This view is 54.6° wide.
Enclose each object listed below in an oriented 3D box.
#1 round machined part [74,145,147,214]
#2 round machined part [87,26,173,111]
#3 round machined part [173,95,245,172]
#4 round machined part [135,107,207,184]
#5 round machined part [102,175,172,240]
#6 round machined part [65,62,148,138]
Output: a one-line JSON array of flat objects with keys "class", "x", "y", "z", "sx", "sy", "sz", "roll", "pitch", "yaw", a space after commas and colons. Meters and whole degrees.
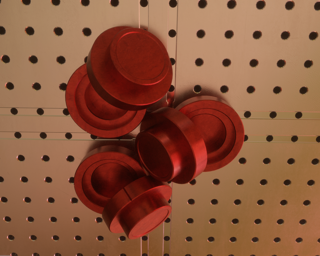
[{"class": "round machined part", "x": -0.065, "y": 0.068, "z": 0.428, "sx": 0.099, "sy": 0.042, "sz": 0.097, "roll": 0, "pitch": 110, "yaw": 0}, {"class": "round machined part", "x": -0.028, "y": -0.072, "z": 0.348, "sx": 0.099, "sy": 0.042, "sz": 0.098, "roll": 8, "pitch": 71, "yaw": -24}, {"class": "round machined part", "x": 0.056, "y": 0.005, "z": 0.406, "sx": 0.099, "sy": 0.042, "sz": 0.097, "roll": 0, "pitch": 110, "yaw": 0}, {"class": "round machined part", "x": 0.006, "y": 0.027, "z": 0.382, "sx": 0.042, "sy": 0.098, "sz": 0.098, "roll": -29, "pitch": 114, "yaw": -35}, {"class": "round machined part", "x": -0.023, "y": 0.110, "z": 0.414, "sx": 0.099, "sy": 0.042, "sz": 0.098, "roll": -28, "pitch": 148, "yaw": -19}, {"class": "round machined part", "x": -0.063, "y": -0.040, "z": 0.388, "sx": 0.099, "sy": 0.042, "sz": 0.097, "roll": 0, "pitch": 110, "yaw": 0}]
